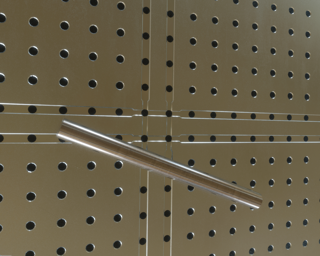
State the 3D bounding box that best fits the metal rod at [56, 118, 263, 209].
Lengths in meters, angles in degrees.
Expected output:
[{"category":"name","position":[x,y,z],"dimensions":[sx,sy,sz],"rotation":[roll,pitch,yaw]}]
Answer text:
[{"category":"metal rod","position":[0.013,0.055,0.417],"dimensions":[0.302,0.025,0.025],"rotation":[23,83,-19]}]
